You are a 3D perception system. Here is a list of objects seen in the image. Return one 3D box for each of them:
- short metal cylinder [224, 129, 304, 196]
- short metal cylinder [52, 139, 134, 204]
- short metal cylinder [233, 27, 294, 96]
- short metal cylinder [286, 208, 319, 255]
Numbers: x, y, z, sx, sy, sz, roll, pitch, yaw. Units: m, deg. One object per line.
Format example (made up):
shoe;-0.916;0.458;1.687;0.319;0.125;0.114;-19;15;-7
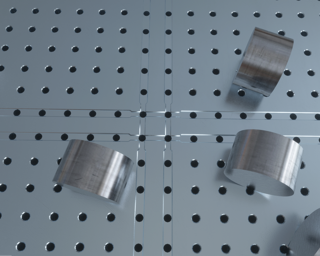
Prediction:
short metal cylinder;0.123;0.042;0.369;0.080;0.080;0.050;20;71;7
short metal cylinder;-0.077;0.052;0.363;0.080;0.080;0.050;16;71;5
short metal cylinder;0.137;-0.089;0.417;0.050;0.080;0.080;21;71;7
short metal cylinder;0.183;0.134;0.336;0.050;0.080;0.080;34;73;11
